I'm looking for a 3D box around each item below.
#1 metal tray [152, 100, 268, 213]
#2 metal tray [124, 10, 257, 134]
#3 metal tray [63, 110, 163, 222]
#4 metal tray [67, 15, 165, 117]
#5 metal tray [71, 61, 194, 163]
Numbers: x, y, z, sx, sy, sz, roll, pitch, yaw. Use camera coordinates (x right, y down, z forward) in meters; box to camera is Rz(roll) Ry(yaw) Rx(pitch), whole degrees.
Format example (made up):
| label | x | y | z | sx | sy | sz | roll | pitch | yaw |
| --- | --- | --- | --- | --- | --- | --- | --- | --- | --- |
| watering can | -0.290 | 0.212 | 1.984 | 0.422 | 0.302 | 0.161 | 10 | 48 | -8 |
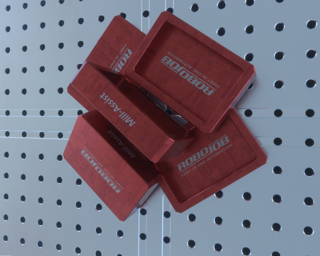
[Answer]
| label | x | y | z | sx | sy | sz | roll | pitch | yaw |
| --- | --- | --- | --- | --- | --- | --- | --- | --- | --- |
| metal tray | 0.055 | 0.036 | 0.389 | 0.130 | 0.030 | 0.090 | -35 | 79 | 16 |
| metal tray | 0.034 | -0.065 | 0.365 | 0.130 | 0.030 | 0.090 | 38 | 102 | 15 |
| metal tray | -0.068 | 0.050 | 0.413 | 0.130 | 0.030 | 0.089 | 44 | 129 | 14 |
| metal tray | -0.058 | -0.076 | 0.428 | 0.090 | 0.030 | 0.130 | 40 | 102 | 15 |
| metal tray | -0.028 | -0.019 | 0.354 | 0.130 | 0.090 | 0.030 | 42 | 103 | 14 |
